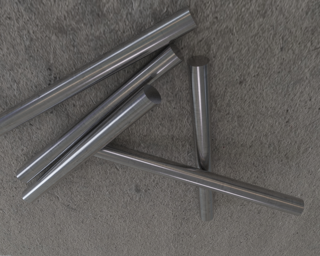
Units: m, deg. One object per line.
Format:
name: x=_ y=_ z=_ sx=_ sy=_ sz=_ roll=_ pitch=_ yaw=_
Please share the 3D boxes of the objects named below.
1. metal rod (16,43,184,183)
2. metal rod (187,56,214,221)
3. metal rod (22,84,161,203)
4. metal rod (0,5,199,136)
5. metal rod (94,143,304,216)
metal rod: x=-0.093 y=-0.006 z=0.400 sx=0.299 sy=0.025 sz=0.025 roll=-35 pitch=122 yaw=26
metal rod: x=0.062 y=0.038 z=0.439 sx=0.025 sy=0.025 sz=0.298 roll=-6 pitch=130 yaw=5
metal rod: x=-0.109 y=0.036 z=0.414 sx=0.025 sy=0.025 sz=0.299 roll=35 pitch=128 yaw=-26
metal rod: x=-0.096 y=-0.054 z=0.360 sx=0.300 sy=0.025 sz=0.025 roll=-24 pitch=126 yaw=19
metal rod: x=0.053 y=0.069 z=0.434 sx=0.302 sy=0.025 sz=0.025 roll=17 pitch=129 yaw=-2
